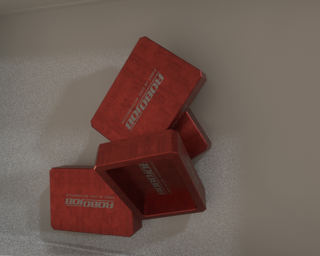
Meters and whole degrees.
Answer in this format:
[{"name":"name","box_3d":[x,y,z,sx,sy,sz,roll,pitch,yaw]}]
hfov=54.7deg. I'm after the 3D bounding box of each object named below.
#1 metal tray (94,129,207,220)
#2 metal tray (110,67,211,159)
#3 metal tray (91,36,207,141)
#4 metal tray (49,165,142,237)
[{"name":"metal tray","box_3d":[-0.005,0.060,0.358,0.090,0.130,0.030,-12,46,15]},{"name":"metal tray","box_3d":[-0.004,-0.007,0.409,0.090,0.030,0.130,-34,79,16]},{"name":"metal tray","box_3d":[-0.016,-0.033,0.380,0.090,0.030,0.129,36,101,16]},{"name":"metal tray","box_3d":[-0.092,0.100,0.439,0.130,0.030,0.089,-2,89,19]}]
